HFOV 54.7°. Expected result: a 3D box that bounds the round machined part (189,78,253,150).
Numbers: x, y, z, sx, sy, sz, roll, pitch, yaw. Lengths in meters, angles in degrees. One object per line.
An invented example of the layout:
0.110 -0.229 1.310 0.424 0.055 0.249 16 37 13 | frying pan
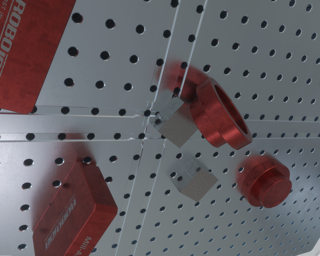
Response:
0.074 -0.013 0.401 0.042 0.098 0.098 -34 132 21 | round machined part

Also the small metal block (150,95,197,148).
0.024 -0.008 0.419 0.050 0.025 0.050 -47 129 5 | small metal block

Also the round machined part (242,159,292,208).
0.206 0.111 0.581 0.099 0.042 0.097 -14 124 -21 | round machined part

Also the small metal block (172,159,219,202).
0.057 0.085 0.495 0.050 0.025 0.050 -49 129 6 | small metal block

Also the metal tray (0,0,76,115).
-0.142 -0.084 0.278 0.091 0.030 0.129 16 110 -35 | metal tray

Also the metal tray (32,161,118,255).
-0.109 0.118 0.382 0.030 0.090 0.129 24 105 -37 | metal tray
